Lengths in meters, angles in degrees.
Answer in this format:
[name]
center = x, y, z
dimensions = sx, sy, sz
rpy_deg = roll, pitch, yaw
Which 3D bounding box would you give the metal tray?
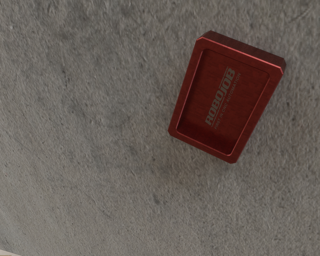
[metal tray]
center = 0.069, -0.031, 0.347
dimensions = 0.090, 0.030, 0.129
rpy_deg = 25, 127, 12
